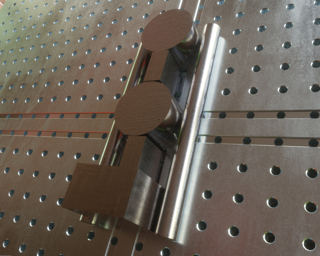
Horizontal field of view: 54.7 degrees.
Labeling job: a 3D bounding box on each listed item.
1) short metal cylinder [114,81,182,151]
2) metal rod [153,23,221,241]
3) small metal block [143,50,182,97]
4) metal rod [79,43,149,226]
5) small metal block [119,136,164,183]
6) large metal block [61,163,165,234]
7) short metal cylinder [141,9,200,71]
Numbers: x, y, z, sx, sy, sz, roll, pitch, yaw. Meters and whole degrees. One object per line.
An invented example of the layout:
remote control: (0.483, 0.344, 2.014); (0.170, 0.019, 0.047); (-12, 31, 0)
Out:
short metal cylinder: (-0.012, -0.014, 0.407); (0.080, 0.050, 0.080); (-13, 56, 21)
metal rod: (0.041, -0.014, 0.394); (0.025, 0.025, 0.300); (1, 62, 29)
small metal block: (0.005, -0.072, 0.432); (0.025, 0.050, 0.050); (1, 62, 29)
metal rod: (-0.052, -0.014, 0.443); (0.025, 0.025, 0.300); (1, 62, 29)
small metal block: (-0.022, 0.043, 0.377); (0.025, 0.050, 0.050); (0, 62, 28)
large metal block: (-0.046, 0.080, 0.348); (0.080, 0.080, 0.050); (1, 62, 28)
short metal cylinder: (0.019, -0.129, 0.461); (0.080, 0.050, 0.080); (-13, 56, 21)
